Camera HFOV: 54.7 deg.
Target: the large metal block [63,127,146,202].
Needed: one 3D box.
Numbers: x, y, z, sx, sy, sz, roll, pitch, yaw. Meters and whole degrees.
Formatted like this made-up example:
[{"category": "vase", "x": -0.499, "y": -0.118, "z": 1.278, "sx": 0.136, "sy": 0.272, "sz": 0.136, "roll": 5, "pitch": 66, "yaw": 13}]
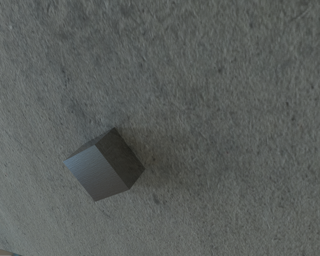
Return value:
[{"category": "large metal block", "x": -0.084, "y": 0.057, "z": 0.468, "sx": 0.080, "sy": 0.050, "sz": 0.080, "roll": -26, "pitch": 104, "yaw": 37}]
